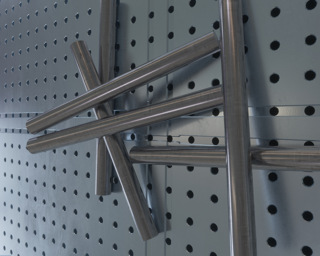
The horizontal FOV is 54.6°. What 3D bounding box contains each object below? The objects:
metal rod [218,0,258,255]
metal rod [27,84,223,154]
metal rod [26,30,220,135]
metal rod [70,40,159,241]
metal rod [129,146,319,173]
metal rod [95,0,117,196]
[{"bbox_3d":[0.078,-0.005,0.317,0.025,0.025,0.299,-10,75,40],"label":"metal rod"},{"bbox_3d":[-0.060,-0.005,0.412,0.300,0.025,0.025,-14,81,24],"label":"metal rod"},{"bbox_3d":[-0.063,-0.051,0.414,0.300,0.025,0.025,-21,76,22],"label":"metal rod"},{"bbox_3d":[-0.068,0.012,0.445,0.025,0.025,0.299,-28,79,36],"label":"metal rod"},{"bbox_3d":[0.080,0.032,0.343,0.300,0.025,0.025,-3,88,40],"label":"metal rod"},{"bbox_3d":[-0.084,-0.047,0.479,0.025,0.025,0.298,3,92,40],"label":"metal rod"}]
